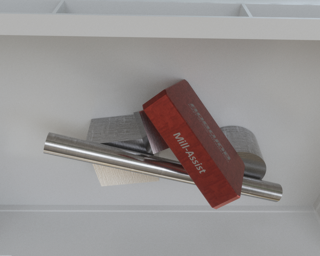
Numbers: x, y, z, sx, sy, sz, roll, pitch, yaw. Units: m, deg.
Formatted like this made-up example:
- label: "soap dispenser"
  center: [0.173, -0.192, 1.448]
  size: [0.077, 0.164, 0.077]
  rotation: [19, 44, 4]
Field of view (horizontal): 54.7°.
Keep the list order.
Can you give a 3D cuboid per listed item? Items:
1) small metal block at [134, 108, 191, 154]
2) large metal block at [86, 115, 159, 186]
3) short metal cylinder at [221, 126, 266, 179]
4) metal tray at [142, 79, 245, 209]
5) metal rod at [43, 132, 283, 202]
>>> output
- label: "small metal block"
  center: [0.003, -0.003, 0.361]
  size: [0.050, 0.025, 0.050]
  rotation: [-20, 97, -18]
- label: "large metal block"
  center: [-0.046, 0.030, 0.416]
  size: [0.080, 0.050, 0.080]
  rotation: [-6, 130, 4]
- label: "short metal cylinder"
  center: [0.100, 0.044, 0.430]
  size: [0.081, 0.050, 0.079]
  rotation: [0, 130, 0]
- label: "metal tray"
  center: [0.043, 0.012, 0.343]
  size: [0.030, 0.090, 0.130]
  rotation: [-34, 93, 24]
- label: "metal rod"
  center: [0.014, 0.052, 0.385]
  size: [0.302, 0.025, 0.025]
  rotation: [14, 129, -12]
